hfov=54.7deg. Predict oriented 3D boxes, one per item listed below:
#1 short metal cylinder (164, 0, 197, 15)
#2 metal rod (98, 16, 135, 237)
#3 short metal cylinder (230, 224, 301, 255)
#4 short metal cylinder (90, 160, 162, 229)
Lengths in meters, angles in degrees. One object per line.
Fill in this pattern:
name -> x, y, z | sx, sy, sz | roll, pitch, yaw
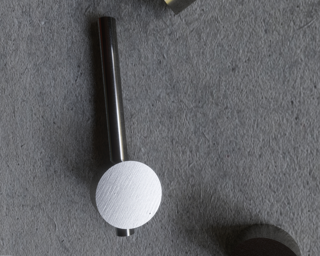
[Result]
short metal cylinder -> 0.018, -0.186, 0.374 | 0.050, 0.080, 0.080 | -33, 80, 17
metal rod -> -0.061, -0.003, 0.430 | 0.025, 0.025, 0.298 | -6, 88, 20
short metal cylinder -> 0.120, 0.157, 0.353 | 0.080, 0.050, 0.080 | 0, 90, 20
short metal cylinder -> -0.044, 0.080, 0.390 | 0.081, 0.050, 0.080 | 1, 86, -21
